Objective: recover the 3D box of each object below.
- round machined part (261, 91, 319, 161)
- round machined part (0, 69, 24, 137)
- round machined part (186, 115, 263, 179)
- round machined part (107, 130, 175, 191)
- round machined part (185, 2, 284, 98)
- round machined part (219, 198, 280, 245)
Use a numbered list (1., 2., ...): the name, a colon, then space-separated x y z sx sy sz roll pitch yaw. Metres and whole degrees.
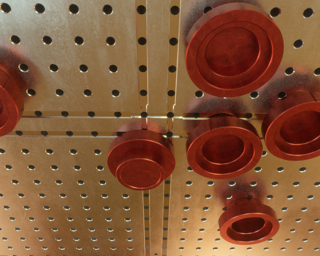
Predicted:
1. round machined part: 0.179 -0.007 0.396 0.099 0.042 0.097 0 130 0
2. round machined part: -0.211 -0.037 0.367 0.099 0.042 0.097 0 130 0
3. round machined part: 0.084 0.022 0.419 0.099 0.042 0.097 0 130 0
4. round machined part: -0.027 0.053 0.445 0.099 0.042 0.097 0 130 0
5. round machined part: 0.075 -0.084 0.329 0.099 0.042 0.097 0 130 0
6. round machined part: 0.150 0.158 0.536 0.099 0.042 0.097 0 130 0
